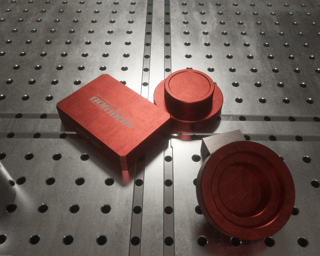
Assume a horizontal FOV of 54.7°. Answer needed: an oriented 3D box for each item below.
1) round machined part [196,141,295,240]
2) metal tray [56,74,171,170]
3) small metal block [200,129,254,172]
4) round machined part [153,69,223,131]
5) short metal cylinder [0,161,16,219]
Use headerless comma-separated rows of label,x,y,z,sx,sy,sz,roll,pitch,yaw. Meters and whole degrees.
round machined part,0.086,0.065,0.327,0.099,0.042,0.098,2,74,-8
metal tray,-0.062,-0.014,0.415,0.130,0.030,0.090,34,58,25
small metal block,0.084,0.033,0.381,0.050,0.025,0.050,-13,51,-11
round machined part,0.040,-0.046,0.436,0.099,0.042,0.098,0,50,0
short metal cylinder,-0.206,0.065,0.334,0.081,0.050,0.080,0,50,0
